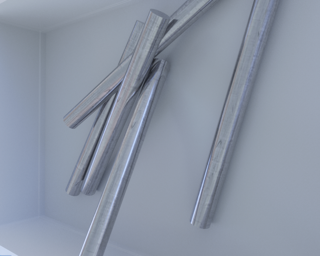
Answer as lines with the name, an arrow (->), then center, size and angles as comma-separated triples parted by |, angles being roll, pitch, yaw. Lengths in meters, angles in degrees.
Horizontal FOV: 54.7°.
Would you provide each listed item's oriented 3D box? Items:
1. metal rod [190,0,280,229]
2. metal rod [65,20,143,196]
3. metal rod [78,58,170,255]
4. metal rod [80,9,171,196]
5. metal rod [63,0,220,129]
metal rod -> 0.083, -0.029, 0.336 | 0.025, 0.025, 0.298 | 23, 104, 37
metal rod -> -0.084, -0.017, 0.473 | 0.025, 0.025, 0.298 | 41, 114, 32
metal rod -> -0.045, 0.051, 0.363 | 0.025, 0.025, 0.299 | 5, 68, 39
metal rod -> -0.058, -0.014, 0.423 | 0.025, 0.025, 0.298 | 47, 126, 29
metal rod -> -0.028, -0.090, 0.404 | 0.299, 0.025, 0.025 | -37, 68, 26
